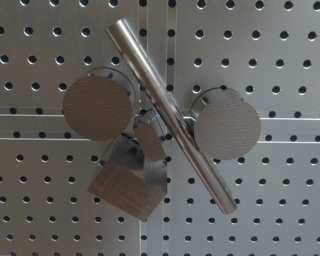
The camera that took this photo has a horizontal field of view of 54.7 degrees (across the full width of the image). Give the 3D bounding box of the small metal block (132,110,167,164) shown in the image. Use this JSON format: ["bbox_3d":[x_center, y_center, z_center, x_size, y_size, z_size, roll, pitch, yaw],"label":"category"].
[{"bbox_3d":[-0.012,0.010,0.399,0.025,0.050,0.050,-20,109,7],"label":"small metal block"}]

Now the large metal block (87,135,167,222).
[{"bbox_3d":[-0.038,0.061,0.401,0.080,0.080,0.050,33,108,-11],"label":"large metal block"}]

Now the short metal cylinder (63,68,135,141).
[{"bbox_3d":[-0.073,-0.030,0.384,0.081,0.050,0.079,0,110,0],"label":"short metal cylinder"}]

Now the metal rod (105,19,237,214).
[{"bbox_3d":[0.024,-0.002,0.409,0.025,0.025,0.299,-30,108,10],"label":"metal rod"}]

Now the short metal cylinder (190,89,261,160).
[{"bbox_3d":[0.081,-0.006,0.395,0.081,0.050,0.079,0,110,0],"label":"short metal cylinder"}]
